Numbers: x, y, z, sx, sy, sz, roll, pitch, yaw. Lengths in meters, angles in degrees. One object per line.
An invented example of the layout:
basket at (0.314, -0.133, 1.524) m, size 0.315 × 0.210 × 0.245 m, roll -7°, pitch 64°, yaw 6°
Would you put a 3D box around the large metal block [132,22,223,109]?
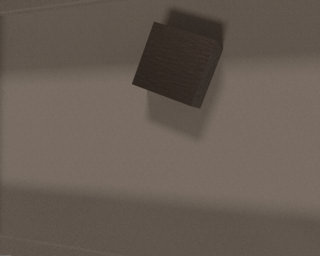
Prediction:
large metal block at (0.023, -0.077, 0.389) m, size 0.080 × 0.050 × 0.080 m, roll 23°, pitch 97°, yaw 18°
